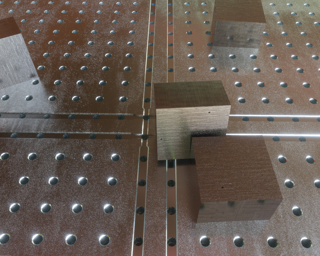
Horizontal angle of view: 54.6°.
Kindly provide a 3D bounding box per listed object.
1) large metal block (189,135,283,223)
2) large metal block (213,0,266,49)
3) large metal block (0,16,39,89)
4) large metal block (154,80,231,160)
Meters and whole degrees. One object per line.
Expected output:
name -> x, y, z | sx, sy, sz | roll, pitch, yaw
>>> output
large metal block -> 0.078, 0.056, 0.345 | 0.080, 0.050, 0.080 | -2, 50, -2
large metal block -> 0.137, -0.188, 0.550 | 0.080, 0.050, 0.080 | 4, 50, 3
large metal block -> -0.240, -0.108, 0.462 | 0.081, 0.080, 0.050 | -23, 54, -18
large metal block -> 0.035, -0.009, 0.375 | 0.080, 0.080, 0.050 | -3, 41, -3
